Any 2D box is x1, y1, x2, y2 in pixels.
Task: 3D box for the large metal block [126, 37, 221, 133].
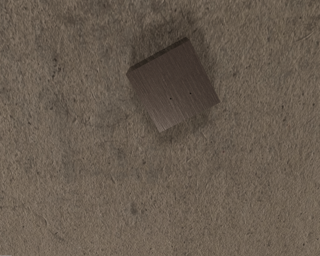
[{"bbox_3d":[0.016,-0.054,0.377,0.080,0.050,0.080,-27,108,9],"label":"large metal block"}]
